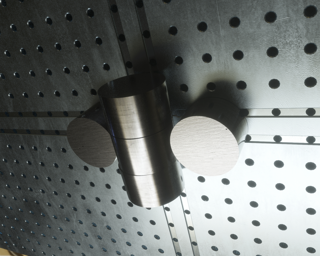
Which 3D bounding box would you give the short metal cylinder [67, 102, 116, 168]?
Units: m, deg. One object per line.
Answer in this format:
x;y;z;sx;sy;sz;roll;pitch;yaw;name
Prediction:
-0.084;0.010;0.442;0.080;0.050;0.079;13;124;20;short metal cylinder

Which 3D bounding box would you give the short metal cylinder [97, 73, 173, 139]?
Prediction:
-0.028;-0.029;0.370;0.080;0.080;0.050;3;120;26;short metal cylinder

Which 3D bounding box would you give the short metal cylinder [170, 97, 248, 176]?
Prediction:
0.059;0.010;0.368;0.080;0.050;0.079;13;124;20;short metal cylinder

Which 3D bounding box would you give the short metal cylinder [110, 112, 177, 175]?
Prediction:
-0.019;0.016;0.393;0.080;0.080;0.050;2;119;27;short metal cylinder

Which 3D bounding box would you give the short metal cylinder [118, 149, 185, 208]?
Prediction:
-0.010;0.061;0.417;0.080;0.080;0.050;1;119;27;short metal cylinder
